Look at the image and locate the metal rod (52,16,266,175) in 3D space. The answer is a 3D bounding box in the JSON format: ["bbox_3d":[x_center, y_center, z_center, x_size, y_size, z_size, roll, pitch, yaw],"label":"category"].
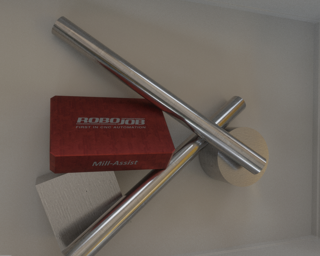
[{"bbox_3d":[0.003,-0.037,0.380,0.301,0.025,0.025,35,78,-5],"label":"metal rod"}]

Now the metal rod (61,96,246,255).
[{"bbox_3d":[0.013,0.047,0.376,0.302,0.025,0.025,-39,103,-30],"label":"metal rod"}]

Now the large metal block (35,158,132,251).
[{"bbox_3d":[-0.089,0.083,0.360,0.081,0.050,0.080,-20,97,-19],"label":"large metal block"}]

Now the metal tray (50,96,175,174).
[{"bbox_3d":[-0.057,0.005,0.356,0.131,0.030,0.090,0,46,-19],"label":"metal tray"}]

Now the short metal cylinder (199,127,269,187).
[{"bbox_3d":[0.103,0.038,0.434,0.081,0.050,0.079,0,90,-21],"label":"short metal cylinder"}]
